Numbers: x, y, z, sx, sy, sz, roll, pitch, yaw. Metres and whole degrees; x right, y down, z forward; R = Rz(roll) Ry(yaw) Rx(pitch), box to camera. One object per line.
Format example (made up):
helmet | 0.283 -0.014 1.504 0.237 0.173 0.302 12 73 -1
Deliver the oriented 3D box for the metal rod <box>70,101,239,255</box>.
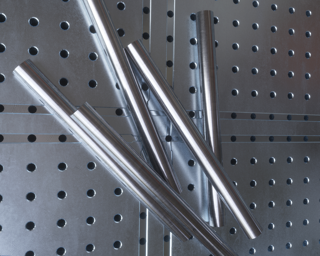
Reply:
metal rod | 0.006 0.084 0.391 0.025 0.025 0.300 -47 105 -14

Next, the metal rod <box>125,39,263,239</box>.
metal rod | 0.046 0.018 0.410 0.025 0.025 0.299 -35 94 -17

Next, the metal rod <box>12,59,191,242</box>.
metal rod | -0.061 0.038 0.389 0.025 0.025 0.300 -45 104 -14

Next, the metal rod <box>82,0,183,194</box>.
metal rod | -0.037 -0.049 0.398 0.025 0.025 0.299 -25 98 -18

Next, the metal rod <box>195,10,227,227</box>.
metal rod | 0.072 -0.012 0.438 0.025 0.025 0.298 -4 92 -20
